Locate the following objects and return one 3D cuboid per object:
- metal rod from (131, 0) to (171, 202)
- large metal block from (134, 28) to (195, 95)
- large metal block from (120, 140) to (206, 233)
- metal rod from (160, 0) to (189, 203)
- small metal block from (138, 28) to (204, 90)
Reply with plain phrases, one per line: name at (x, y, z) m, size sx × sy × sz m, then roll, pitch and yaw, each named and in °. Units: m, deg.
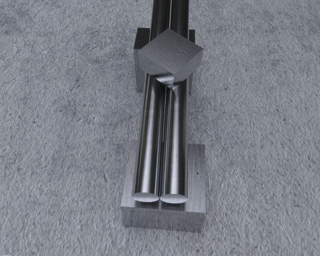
metal rod at (-0.005, -0.062, 0.362) m, size 0.025 × 0.025 × 0.300 m, roll 3°, pitch 57°, yaw 2°
large metal block at (0.007, -0.095, 0.449) m, size 0.080 × 0.080 × 0.050 m, roll 3°, pitch 50°, yaw 2°
large metal block at (0.006, 0.062, 0.336) m, size 0.080 × 0.050 × 0.080 m, roll 4°, pitch 50°, yaw 3°
metal rod at (0.021, -0.061, 0.362) m, size 0.025 × 0.025 × 0.300 m, roll 3°, pitch 57°, yaw 2°
small metal block at (0.012, -0.077, 0.343) m, size 0.050 × 0.025 × 0.050 m, roll 37°, pitch 64°, yaw 20°
